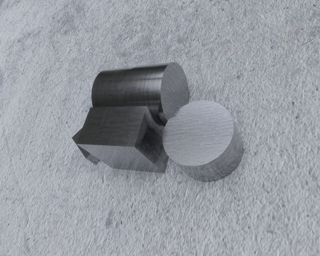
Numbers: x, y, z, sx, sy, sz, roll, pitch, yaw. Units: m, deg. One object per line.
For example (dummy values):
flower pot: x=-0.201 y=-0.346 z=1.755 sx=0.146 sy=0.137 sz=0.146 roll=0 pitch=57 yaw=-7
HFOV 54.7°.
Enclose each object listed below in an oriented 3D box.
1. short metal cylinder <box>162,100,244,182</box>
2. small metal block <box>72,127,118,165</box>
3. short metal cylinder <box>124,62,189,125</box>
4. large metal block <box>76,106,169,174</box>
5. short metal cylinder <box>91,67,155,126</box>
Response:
short metal cylinder: x=0.050 y=0.016 z=0.353 sx=0.080 sy=0.050 sz=0.080 roll=-13 pitch=56 yaw=21
small metal block: x=-0.091 y=0.016 z=0.444 sx=0.050 sy=0.025 sz=0.050 roll=-44 pitch=51 yaw=-3
short metal cylinder: x=-0.002 y=-0.042 z=0.398 sx=0.050 sy=0.080 sz=0.080 roll=1 pitch=62 yaw=29
large metal block: x=-0.039 y=0.016 z=0.382 sx=0.080 sy=0.080 sz=0.050 roll=1 pitch=62 yaw=28
short metal cylinder: x=-0.047 y=-0.042 z=0.421 sx=0.050 sy=0.080 sz=0.080 roll=1 pitch=62 yaw=29
